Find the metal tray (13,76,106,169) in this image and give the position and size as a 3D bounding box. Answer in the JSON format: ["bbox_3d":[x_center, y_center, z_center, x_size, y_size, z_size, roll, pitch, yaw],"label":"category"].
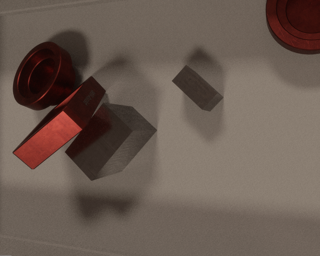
[{"bbox_3d":[-0.122,-0.012,0.398,0.090,0.130,0.030,-36,109,16],"label":"metal tray"}]

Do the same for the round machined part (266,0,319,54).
[{"bbox_3d":[0.169,-0.130,0.342,0.098,0.042,0.097,0,90,19],"label":"round machined part"}]

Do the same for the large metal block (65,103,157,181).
[{"bbox_3d":[-0.060,0.016,0.401,0.050,0.080,0.080,44,103,14],"label":"large metal block"}]

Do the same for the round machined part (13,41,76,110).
[{"bbox_3d":[-0.161,-0.070,0.445,0.098,0.042,0.098,-12,66,29],"label":"round machined part"}]

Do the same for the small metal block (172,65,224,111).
[{"bbox_3d":[0.048,-0.047,0.380,0.050,0.050,0.025,45,104,14],"label":"small metal block"}]
